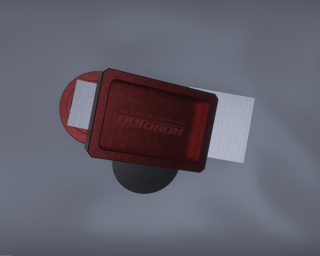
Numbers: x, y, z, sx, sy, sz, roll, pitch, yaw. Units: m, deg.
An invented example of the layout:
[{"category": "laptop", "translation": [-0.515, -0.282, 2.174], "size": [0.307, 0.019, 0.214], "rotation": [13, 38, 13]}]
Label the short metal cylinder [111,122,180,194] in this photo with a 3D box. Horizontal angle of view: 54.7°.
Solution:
[{"category": "short metal cylinder", "translation": [-0.020, 0.034, 0.385], "size": [0.081, 0.050, 0.079], "rotation": [-3, 104, -12]}]

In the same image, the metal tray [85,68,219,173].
[{"category": "metal tray", "translation": [-0.007, -0.005, 0.337], "size": [0.131, 0.030, 0.089], "rotation": [11, 90, -20]}]

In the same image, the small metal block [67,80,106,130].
[{"category": "small metal block", "translation": [-0.081, -0.025, 0.354], "size": [0.025, 0.050, 0.050], "rotation": [12, 90, 0]}]

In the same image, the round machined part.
[{"category": "round machined part", "translation": [-0.081, -0.025, 0.400], "size": [0.099, 0.042, 0.097], "rotation": [0, 90, -1]}]

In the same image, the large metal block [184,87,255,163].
[{"category": "large metal block", "translation": [0.068, -0.004, 0.397], "size": [0.080, 0.050, 0.080], "rotation": [10, 90, -1]}]
